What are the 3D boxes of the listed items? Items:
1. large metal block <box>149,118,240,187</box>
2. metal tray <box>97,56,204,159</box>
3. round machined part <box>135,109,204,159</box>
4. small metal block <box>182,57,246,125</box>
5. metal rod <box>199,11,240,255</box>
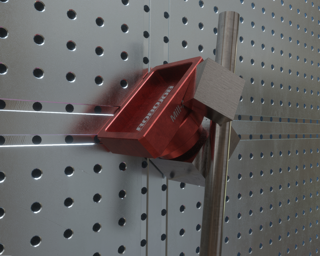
[{"bbox_3d":[0.045,0.027,0.410,0.050,0.080,0.080,51,60,-29],"label":"large metal block"},{"bbox_3d":[-0.005,-0.026,0.364,0.030,0.090,0.130,51,60,-28],"label":"metal tray"},{"bbox_3d":[0.012,-0.001,0.379,0.042,0.098,0.098,50,60,-29],"label":"round machined part"},{"bbox_3d":[0.058,-0.039,0.332,0.050,0.025,0.050,27,70,-17],"label":"small metal block"},{"bbox_3d":[0.070,0.011,0.366,0.025,0.025,0.298,9,84,-40],"label":"metal rod"}]
